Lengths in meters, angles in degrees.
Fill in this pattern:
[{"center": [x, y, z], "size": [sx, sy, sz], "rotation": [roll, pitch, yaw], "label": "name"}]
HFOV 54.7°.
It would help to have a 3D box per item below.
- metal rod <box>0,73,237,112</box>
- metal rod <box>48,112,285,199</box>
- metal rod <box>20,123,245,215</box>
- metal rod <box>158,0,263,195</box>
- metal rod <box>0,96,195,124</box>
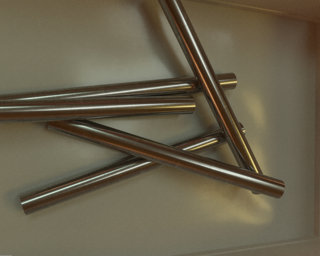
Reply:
[{"center": [-0.036, -0.046, 0.396], "size": [0.302, 0.025, 0.025], "rotation": [-9, 93, -20], "label": "metal rod"}, {"center": [0.015, 0.036, 0.387], "size": [0.302, 0.025, 0.025], "rotation": [18, 84, -9], "label": "metal rod"}, {"center": [-0.019, 0.045, 0.403], "size": [0.302, 0.025, 0.025], "rotation": [-17, 96, -19], "label": "metal rod"}, {"center": [0.072, -0.044, 0.409], "size": [0.025, 0.025, 0.299], "rotation": [-31, 100, -17], "label": "metal rod"}, {"center": [-0.097, -0.021, 0.351], "size": [0.303, 0.025, 0.025], "rotation": [-4, 92, -24], "label": "metal rod"}]
